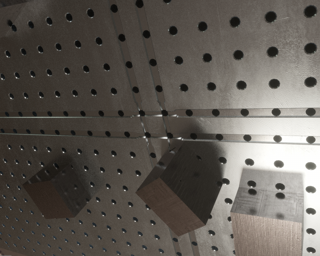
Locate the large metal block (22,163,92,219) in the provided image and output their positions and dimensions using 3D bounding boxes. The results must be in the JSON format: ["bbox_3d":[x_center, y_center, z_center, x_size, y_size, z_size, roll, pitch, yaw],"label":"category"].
[{"bbox_3d":[-0.186,0.116,0.562,0.080,0.050,0.080,-13,112,33],"label":"large metal block"}]

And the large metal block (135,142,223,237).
[{"bbox_3d":[0.028,0.079,0.409,0.080,0.080,0.050,47,129,-5],"label":"large metal block"}]

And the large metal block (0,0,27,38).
[{"bbox_3d":[-0.240,-0.172,0.412,0.080,0.050,0.080,-30,102,37],"label":"large metal block"}]

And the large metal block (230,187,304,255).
[{"bbox_3d":[0.140,0.128,0.400,0.080,0.050,0.079,2,119,27],"label":"large metal block"}]
